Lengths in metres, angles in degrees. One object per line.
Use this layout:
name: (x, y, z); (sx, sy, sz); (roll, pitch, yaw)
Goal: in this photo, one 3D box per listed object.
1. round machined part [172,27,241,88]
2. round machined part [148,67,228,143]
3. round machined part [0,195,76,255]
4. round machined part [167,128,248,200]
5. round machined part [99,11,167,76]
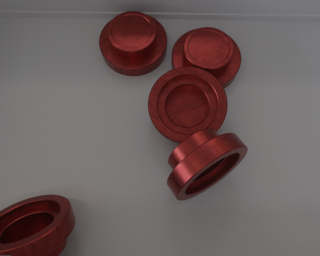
round machined part: (0.066, -0.102, 0.438); (0.099, 0.042, 0.098); (0, 70, 0)
round machined part: (0.035, -0.027, 0.404); (0.099, 0.042, 0.097); (0, 82, 2)
round machined part: (-0.141, 0.117, 0.337); (0.099, 0.098, 0.042); (-13, 108, -5)
round machined part: (0.049, 0.037, 0.358); (0.098, 0.098, 0.042); (-31, 64, -11)
round machined part: (-0.039, -0.128, 0.447); (0.099, 0.042, 0.098); (0, 70, 0)
